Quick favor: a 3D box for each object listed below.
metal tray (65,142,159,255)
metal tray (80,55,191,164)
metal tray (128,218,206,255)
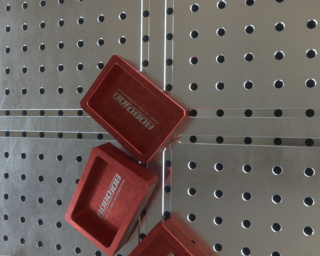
[{"bbox_3d":[-0.069,0.096,0.419,0.090,0.030,0.129,32,112,16],"label":"metal tray"},{"bbox_3d":[-0.036,-0.026,0.421,0.130,0.030,0.090,41,102,15],"label":"metal tray"},{"bbox_3d":[-0.005,0.196,0.410,0.090,0.030,0.130,43,103,14],"label":"metal tray"}]
